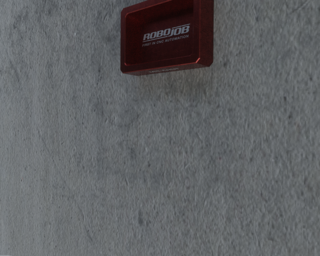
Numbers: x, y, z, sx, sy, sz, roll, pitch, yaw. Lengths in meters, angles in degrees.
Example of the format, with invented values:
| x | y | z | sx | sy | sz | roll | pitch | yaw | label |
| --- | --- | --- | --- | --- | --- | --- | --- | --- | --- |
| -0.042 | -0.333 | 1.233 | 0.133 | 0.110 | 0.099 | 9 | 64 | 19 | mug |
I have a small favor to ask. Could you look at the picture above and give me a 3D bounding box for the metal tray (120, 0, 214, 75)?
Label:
| x | y | z | sx | sy | sz | roll | pitch | yaw | label |
| --- | --- | --- | --- | --- | --- | --- | --- | --- | --- |
| 0.005 | -0.119 | 0.398 | 0.130 | 0.030 | 0.090 | 1 | 91 | 40 | metal tray |
